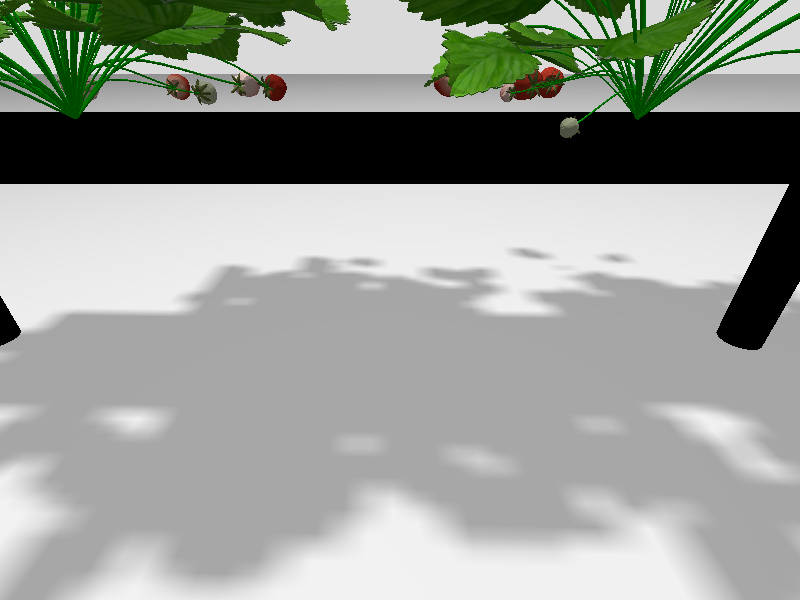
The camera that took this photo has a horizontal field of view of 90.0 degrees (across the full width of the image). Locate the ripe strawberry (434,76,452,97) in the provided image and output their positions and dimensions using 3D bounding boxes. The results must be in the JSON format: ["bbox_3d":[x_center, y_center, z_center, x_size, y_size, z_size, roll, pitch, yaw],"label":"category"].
[{"bbox_3d":[0.061,-0.290,0.531,0.037,0.039,0.041,-15,22,-23],"label":"ripe strawberry"}]

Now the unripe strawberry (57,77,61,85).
[{"bbox_3d":[-0.396,-0.256,0.470,0.011,0.011,0.010,-21,36,-31],"label":"unripe strawberry"}]

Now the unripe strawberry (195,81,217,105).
[{"bbox_3d":[-0.210,-0.226,0.437,0.022,0.023,0.023,10,32,17],"label":"unripe strawberry"}]

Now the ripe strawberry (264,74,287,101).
[{"bbox_3d":[-0.141,-0.242,0.457,0.024,0.027,0.026,20,36,30],"label":"ripe strawberry"}]

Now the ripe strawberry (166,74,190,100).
[{"bbox_3d":[-0.273,-0.264,0.495,0.027,0.028,0.029,-2,30,-3],"label":"ripe strawberry"}]

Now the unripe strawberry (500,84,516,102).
[{"bbox_3d":[0.120,-0.232,0.448,0.016,0.019,0.018,-13,33,-21],"label":"unripe strawberry"}]

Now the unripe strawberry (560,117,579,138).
[{"bbox_3d":[0.100,-0.102,0.239,0.011,0.011,0.011,27,40,37],"label":"unripe strawberry"}]

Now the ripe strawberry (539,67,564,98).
[{"bbox_3d":[0.191,-0.280,0.515,0.034,0.035,0.036,0,30,0],"label":"ripe strawberry"}]

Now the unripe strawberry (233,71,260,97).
[{"bbox_3d":[-0.192,-0.273,0.505,0.033,0.028,0.033,9,31,14],"label":"unripe strawberry"}]

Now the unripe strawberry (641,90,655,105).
[{"bbox_3d":[0.257,-0.208,0.413,0.016,0.014,0.016,17,-28,26],"label":"unripe strawberry"}]

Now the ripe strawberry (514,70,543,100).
[{"bbox_3d":[0.144,-0.249,0.462,0.037,0.032,0.037,-8,31,-13],"label":"ripe strawberry"}]
